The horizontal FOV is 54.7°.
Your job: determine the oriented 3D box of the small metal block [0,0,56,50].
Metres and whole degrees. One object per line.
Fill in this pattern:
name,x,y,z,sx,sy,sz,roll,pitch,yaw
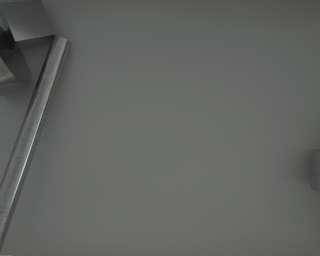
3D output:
small metal block,-0.170,-0.134,0.398,0.050,0.025,0.050,-23,90,-30

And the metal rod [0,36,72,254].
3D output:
metal rod,-0.167,0.026,0.382,0.025,0.025,0.299,15,79,-1

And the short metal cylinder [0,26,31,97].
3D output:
short metal cylinder,-0.205,-0.080,0.381,0.050,0.080,0.080,-24,90,0

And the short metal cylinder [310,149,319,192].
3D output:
short metal cylinder,0.233,0.055,0.387,0.081,0.080,0.050,2,90,-1
